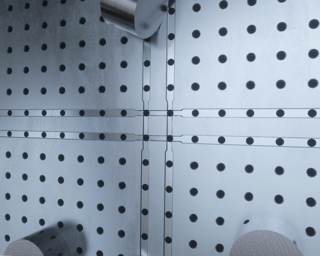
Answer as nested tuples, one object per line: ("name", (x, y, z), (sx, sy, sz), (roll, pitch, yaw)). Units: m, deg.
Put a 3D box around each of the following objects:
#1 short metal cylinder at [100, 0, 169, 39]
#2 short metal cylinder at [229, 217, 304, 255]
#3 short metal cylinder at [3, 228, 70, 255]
("short metal cylinder", (-0.030, -0.161, 0.394), (0.050, 0.080, 0.080), (27, 99, 18))
("short metal cylinder", (0.123, 0.149, 0.356), (0.080, 0.050, 0.079), (0, 90, 20))
("short metal cylinder", (-0.185, 0.199, 0.465), (0.080, 0.050, 0.079), (0, 90, 20))
